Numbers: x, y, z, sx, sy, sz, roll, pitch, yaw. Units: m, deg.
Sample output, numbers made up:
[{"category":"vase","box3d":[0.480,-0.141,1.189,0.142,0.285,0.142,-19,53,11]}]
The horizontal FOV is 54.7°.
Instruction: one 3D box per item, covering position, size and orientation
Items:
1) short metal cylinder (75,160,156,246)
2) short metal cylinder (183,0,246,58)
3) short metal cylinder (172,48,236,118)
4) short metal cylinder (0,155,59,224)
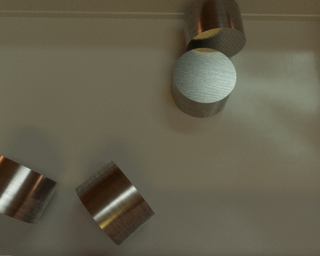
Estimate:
[{"category":"short metal cylinder","box3d":[-0.050,0.083,0.350,0.050,0.080,0.080,-38,75,-13]},{"category":"short metal cylinder","box3d":[0.074,-0.134,0.430,0.081,0.080,0.050,-4,70,-2]},{"category":"short metal cylinder","box3d":[0.057,-0.060,0.418,0.081,0.050,0.080,0,70,0]},{"category":"short metal cylinder","box3d":[-0.165,0.069,0.354,0.080,0.080,0.050,23,72,8]}]
